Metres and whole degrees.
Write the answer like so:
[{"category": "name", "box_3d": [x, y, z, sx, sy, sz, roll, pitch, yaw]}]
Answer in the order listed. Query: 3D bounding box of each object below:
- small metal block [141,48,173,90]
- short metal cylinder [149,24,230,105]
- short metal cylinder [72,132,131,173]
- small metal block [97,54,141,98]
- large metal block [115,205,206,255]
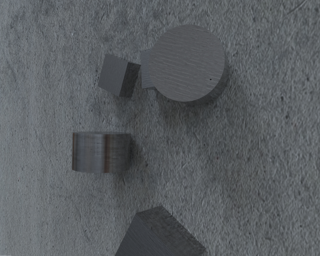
[{"category": "small metal block", "box_3d": [0.003, -0.078, 0.401, 0.050, 0.025, 0.050, -3, 88, 39]}, {"category": "short metal cylinder", "box_3d": [0.034, -0.067, 0.343, 0.080, 0.050, 0.079, 0, 89, 18]}, {"category": "short metal cylinder", "box_3d": [-0.082, 0.032, 0.434, 0.080, 0.081, 0.050, 3, 92, 39]}, {"category": "small metal block", "box_3d": [-0.060, -0.076, 0.453, 0.050, 0.025, 0.050, 28, 107, 36]}, {"category": "large metal block", "box_3d": [-0.003, 0.159, 0.389, 0.080, 0.050, 0.079, 38, 113, 33]}]
